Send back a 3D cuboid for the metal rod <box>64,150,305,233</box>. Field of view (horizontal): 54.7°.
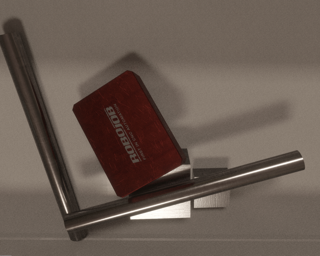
[{"bbox_3d":[0.026,0.081,0.388,0.301,0.025,0.025,-16,110,5],"label":"metal rod"}]

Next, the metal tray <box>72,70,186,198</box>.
[{"bbox_3d":[-0.038,0.007,0.381,0.090,0.030,0.130,-31,81,10],"label":"metal tray"}]

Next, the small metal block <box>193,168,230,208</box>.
[{"bbox_3d":[0.073,0.086,0.444,0.050,0.025,0.050,-2,110,0],"label":"small metal block"}]

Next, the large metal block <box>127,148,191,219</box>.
[{"bbox_3d":[-0.001,0.076,0.426,0.081,0.050,0.079,-2,110,0],"label":"large metal block"}]

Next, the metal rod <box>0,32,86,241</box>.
[{"bbox_3d":[-0.152,0.025,0.418,0.025,0.025,0.298,-10,110,3],"label":"metal rod"}]
